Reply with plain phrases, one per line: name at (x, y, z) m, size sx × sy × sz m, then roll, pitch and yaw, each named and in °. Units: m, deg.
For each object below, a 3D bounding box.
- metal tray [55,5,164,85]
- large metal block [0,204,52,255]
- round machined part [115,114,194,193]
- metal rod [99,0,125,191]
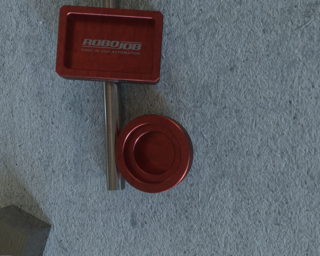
metal tray at (-0.063, -0.106, 0.403) m, size 0.131 × 0.030 × 0.089 m, roll 4°, pitch 89°, yaw 0°
large metal block at (-0.225, 0.176, 0.473) m, size 0.080 × 0.050 × 0.080 m, roll 21°, pitch 97°, yaw 18°
round machined part at (-0.004, 0.031, 0.401) m, size 0.098 × 0.042 × 0.097 m, roll 0°, pitch 90°, yaw 19°
metal rod at (-0.067, -0.065, 0.431) m, size 0.025 × 0.025 × 0.298 m, roll -3°, pitch 89°, yaw 19°
